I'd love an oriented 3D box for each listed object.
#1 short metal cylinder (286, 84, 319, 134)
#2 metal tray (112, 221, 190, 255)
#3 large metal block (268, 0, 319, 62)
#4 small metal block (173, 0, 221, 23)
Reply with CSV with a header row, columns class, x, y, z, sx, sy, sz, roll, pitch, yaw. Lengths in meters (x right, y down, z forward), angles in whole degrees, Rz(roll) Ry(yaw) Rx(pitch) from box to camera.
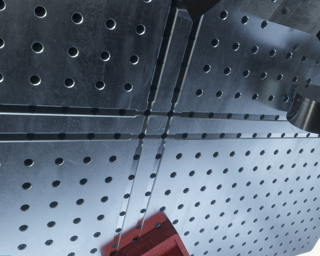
class,x,y,z,sx,sy,sz,roll,pitch,yaw
short metal cylinder,0.249,-0.031,0.492,0.081,0.080,0.050,-9,122,-24
metal tray,-0.020,0.229,0.538,0.131,0.030,0.090,-30,129,-10
large metal block,0.205,-0.130,0.407,0.080,0.080,0.050,29,102,-38
small metal block,0.039,-0.154,0.337,0.050,0.025,0.050,-39,129,-2
